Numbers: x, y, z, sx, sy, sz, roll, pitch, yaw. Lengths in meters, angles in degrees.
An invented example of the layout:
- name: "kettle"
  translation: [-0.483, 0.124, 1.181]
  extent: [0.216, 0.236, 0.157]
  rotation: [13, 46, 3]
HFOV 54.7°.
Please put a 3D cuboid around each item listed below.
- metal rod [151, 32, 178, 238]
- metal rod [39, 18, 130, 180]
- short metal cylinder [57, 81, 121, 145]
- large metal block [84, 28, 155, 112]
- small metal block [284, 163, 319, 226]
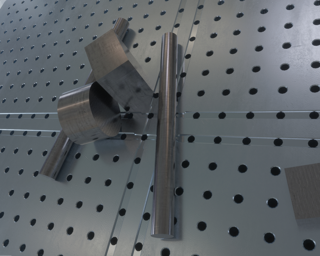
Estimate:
- name: "metal rod"
  translation: [0.009, -0.012, 0.410]
  extent: [0.025, 0.025, 0.299]
  rotation: [-11, 57, 22]
- name: "metal rod"
  translation: [-0.116, -0.060, 0.505]
  extent: [0.025, 0.025, 0.300]
  rotation: [7, 65, 31]
- name: "short metal cylinder"
  translation: [-0.097, -0.021, 0.436]
  extent: [0.050, 0.080, 0.080]
  rotation: [-15, 56, 20]
- name: "large metal block"
  translation: [-0.059, -0.084, 0.455]
  extent: [0.050, 0.080, 0.080]
  rotation: [-32, 52, 7]
- name: "small metal block"
  translation: [0.150, 0.061, 0.292]
  extent: [0.050, 0.025, 0.050]
  rotation: [-13, 56, 21]
